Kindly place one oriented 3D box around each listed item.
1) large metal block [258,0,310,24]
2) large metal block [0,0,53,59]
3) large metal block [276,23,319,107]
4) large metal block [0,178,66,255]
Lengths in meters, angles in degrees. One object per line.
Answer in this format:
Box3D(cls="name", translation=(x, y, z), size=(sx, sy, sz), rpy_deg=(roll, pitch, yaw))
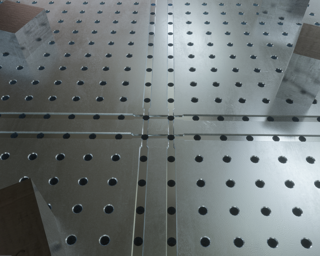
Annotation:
Box3D(cls="large metal block", translation=(0.244, -0.253, 0.605), size=(0.080, 0.050, 0.080), rpy_deg=(16, 52, 13))
Box3D(cls="large metal block", translation=(-0.249, -0.171, 0.534), size=(0.080, 0.050, 0.080), rpy_deg=(16, 52, 13))
Box3D(cls="large metal block", translation=(0.213, -0.091, 0.450), size=(0.050, 0.080, 0.080), rpy_deg=(20, 53, 16))
Box3D(cls="large metal block", translation=(-0.122, 0.107, 0.282), size=(0.050, 0.080, 0.080), rpy_deg=(-21, 53, -17))
